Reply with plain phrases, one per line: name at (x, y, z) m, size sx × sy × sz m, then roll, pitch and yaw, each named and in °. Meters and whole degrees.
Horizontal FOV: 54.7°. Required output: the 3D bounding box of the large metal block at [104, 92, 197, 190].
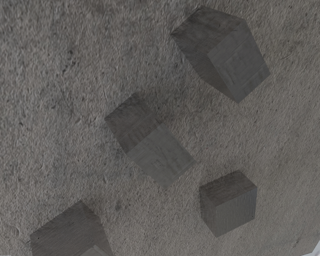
large metal block at (-0.012, 0.015, 0.373) m, size 0.050 × 0.080 × 0.080 m, roll -41°, pitch 130°, yaw 0°

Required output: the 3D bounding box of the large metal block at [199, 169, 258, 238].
large metal block at (0.117, 0.130, 0.535) m, size 0.081 × 0.050 × 0.079 m, roll -20°, pitch 126°, yaw -17°

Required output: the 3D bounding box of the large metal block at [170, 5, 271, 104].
large metal block at (0.069, -0.085, 0.356) m, size 0.050 × 0.080 × 0.080 m, roll -43°, pitch 130°, yaw 1°

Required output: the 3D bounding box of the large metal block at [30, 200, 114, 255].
large metal block at (-0.115, 0.157, 0.405) m, size 0.080 × 0.080 × 0.050 m, roll -35°, pitch 129°, yaw -6°
